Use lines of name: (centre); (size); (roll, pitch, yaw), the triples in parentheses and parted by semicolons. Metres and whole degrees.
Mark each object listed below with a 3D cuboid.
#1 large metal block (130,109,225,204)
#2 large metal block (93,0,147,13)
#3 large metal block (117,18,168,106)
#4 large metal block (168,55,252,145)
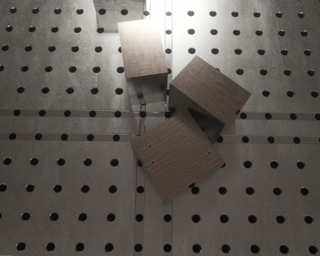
large metal block: (0.020, 0.036, 0.385); (0.080, 0.050, 0.080); (-31, 73, -11)
large metal block: (-0.061, -0.230, 0.482); (0.081, 0.050, 0.080); (1, 70, 0)
large metal block: (-0.022, -0.085, 0.413); (0.050, 0.080, 0.080); (-9, 70, -4)
large metal block: (0.058, -0.032, 0.395); (0.080, 0.080, 0.050); (39, 74, 12)
